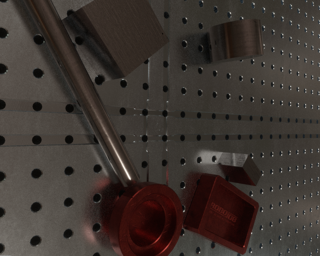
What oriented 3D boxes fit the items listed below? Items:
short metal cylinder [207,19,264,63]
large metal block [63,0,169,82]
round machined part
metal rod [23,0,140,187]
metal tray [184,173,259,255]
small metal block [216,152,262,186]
[{"bbox_3d":[0.114,-0.130,0.472,0.081,0.080,0.050,-14,99,-40],"label":"short metal cylinder"},{"bbox_3d":[-0.048,-0.110,0.354,0.080,0.050,0.080,-46,118,-30],"label":"large metal block"},{"bbox_3d":[-0.021,0.115,0.382,0.099,0.042,0.097,-1,91,-40],"label":"round machined part"},{"bbox_3d":[-0.094,-0.064,0.331,0.025,0.025,0.299,-38,113,-34],"label":"metal rod"},{"bbox_3d":[0.103,0.139,0.495,0.130,0.030,0.090,36,68,-35],"label":"metal tray"},{"bbox_3d":[0.129,0.066,0.504,0.050,0.050,0.025,50,60,-29],"label":"small metal block"}]
